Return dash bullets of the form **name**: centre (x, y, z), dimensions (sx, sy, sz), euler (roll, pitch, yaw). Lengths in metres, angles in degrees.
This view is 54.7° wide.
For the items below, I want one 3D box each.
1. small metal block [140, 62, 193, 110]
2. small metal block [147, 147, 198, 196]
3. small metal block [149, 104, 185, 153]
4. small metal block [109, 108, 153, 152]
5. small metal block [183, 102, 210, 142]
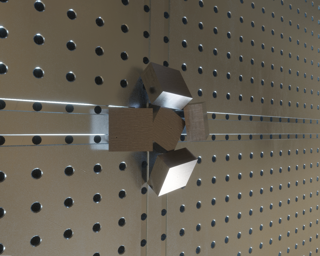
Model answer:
- **small metal block**: centre (0.008, -0.054, 0.401), dimensions (0.050, 0.025, 0.050), euler (8, 49, -40)
- **small metal block**: centre (0.016, 0.057, 0.409), dimensions (0.050, 0.025, 0.050), euler (-12, 133, -40)
- **small metal block**: centre (0.002, 0.001, 0.412), dimensions (0.050, 0.025, 0.050), euler (39, 66, -34)
- **small metal block**: centre (-0.035, 0.002, 0.367), dimensions (0.050, 0.025, 0.050), euler (0, 90, -6)
- **small metal block**: centre (0.053, -0.010, 0.440), dimensions (0.050, 0.025, 0.050), euler (-29, 112, -74)
